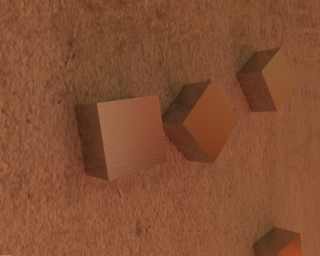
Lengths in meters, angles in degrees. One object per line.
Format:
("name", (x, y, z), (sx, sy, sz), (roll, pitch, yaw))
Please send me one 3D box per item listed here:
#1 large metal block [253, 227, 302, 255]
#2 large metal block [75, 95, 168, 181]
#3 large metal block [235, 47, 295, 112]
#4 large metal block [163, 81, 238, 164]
("large metal block", (0.223, 0.245, 0.580), (0.081, 0.050, 0.079), (-15, 100, -39))
("large metal block", (-0.043, 0.007, 0.354), (0.081, 0.050, 0.079), (-13, 99, -40))
("large metal block", (0.189, -0.085, 0.550), (0.080, 0.050, 0.080), (-46, 118, -30))
("large metal block", (0.055, -0.008, 0.437), (0.080, 0.050, 0.080), (51, 60, -28))
